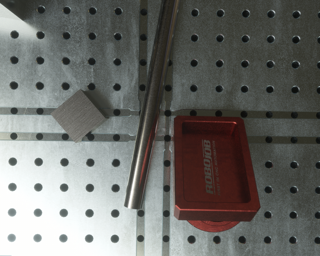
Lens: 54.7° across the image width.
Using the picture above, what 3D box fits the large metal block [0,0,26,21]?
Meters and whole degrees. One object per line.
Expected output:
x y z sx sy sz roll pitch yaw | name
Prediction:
-0.223 -0.177 0.383 0.080 0.080 0.050 9 90 -1 | large metal block

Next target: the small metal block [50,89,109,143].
-0.106 -0.015 0.412 0.050 0.025 0.050 -40 91 0 | small metal block

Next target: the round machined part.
0.071 0.089 0.406 0.099 0.042 0.097 0 90 -1 | round machined part

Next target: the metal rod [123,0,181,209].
-0.009 -0.042 0.413 0.025 0.025 0.298 11 90 -1 | metal rod

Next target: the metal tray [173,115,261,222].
0.062 0.044 0.374 0.091 0.030 0.130 2 52 -1 | metal tray
